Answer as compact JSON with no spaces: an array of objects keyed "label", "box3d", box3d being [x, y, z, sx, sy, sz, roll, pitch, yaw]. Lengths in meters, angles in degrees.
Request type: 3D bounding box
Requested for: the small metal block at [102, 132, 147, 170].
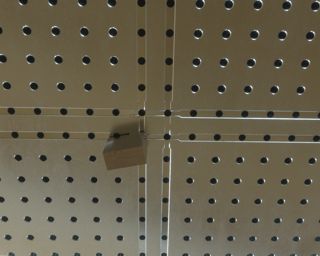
[{"label":"small metal block","box3d":[-0.044,0.029,0.410,0.050,0.050,0.025,-10,110,3]}]
